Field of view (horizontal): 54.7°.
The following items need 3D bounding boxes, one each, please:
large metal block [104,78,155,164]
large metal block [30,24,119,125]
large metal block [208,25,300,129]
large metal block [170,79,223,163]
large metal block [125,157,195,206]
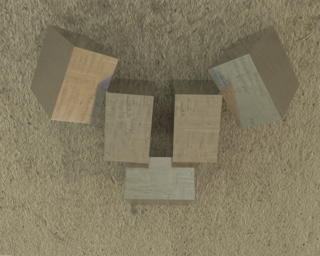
[{"bbox_3d":[-0.035,-0.012,0.377,0.050,0.080,0.079,5,110,-2],"label":"large metal block"},{"bbox_3d":[-0.100,-0.060,0.349,0.050,0.080,0.079,7,115,-42],"label":"large metal block"},{"bbox_3d":[0.111,-0.058,0.355,0.050,0.080,0.080,-15,114,45],"label":"large metal block"},{"bbox_3d":[0.040,-0.012,0.378,0.050,0.080,0.079,1,110,-1],"label":"large metal block"},{"bbox_3d":[0.000,0.071,0.401,0.081,0.080,0.050,1,71,-1],"label":"large metal block"}]
